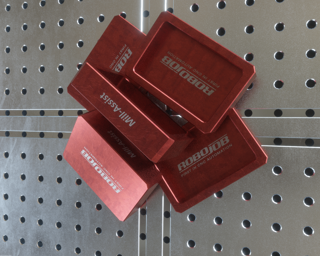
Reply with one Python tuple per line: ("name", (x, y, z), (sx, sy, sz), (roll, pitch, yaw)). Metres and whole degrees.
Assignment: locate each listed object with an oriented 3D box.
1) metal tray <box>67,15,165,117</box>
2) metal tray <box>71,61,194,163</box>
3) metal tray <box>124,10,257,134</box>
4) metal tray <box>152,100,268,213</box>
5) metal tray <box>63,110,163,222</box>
("metal tray", (-0.058, -0.076, 0.428), (0.090, 0.030, 0.130), (40, 102, 15))
("metal tray", (-0.028, -0.019, 0.354), (0.130, 0.090, 0.030), (42, 103, 14))
("metal tray", (0.034, -0.065, 0.365), (0.130, 0.030, 0.090), (38, 102, 15))
("metal tray", (0.055, 0.036, 0.389), (0.130, 0.030, 0.090), (-35, 79, 16))
("metal tray", (-0.068, 0.050, 0.413), (0.130, 0.030, 0.089), (44, 129, 14))
